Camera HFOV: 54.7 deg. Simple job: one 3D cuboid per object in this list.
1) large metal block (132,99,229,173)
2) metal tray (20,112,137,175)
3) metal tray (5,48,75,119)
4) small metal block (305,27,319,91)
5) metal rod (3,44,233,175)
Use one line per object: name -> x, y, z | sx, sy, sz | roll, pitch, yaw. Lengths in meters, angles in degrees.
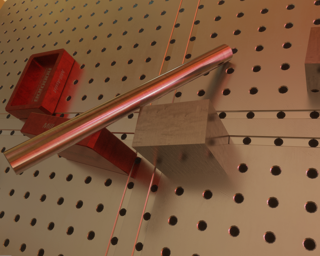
large metal block -> 0.027, 0.014, 0.350 | 0.080, 0.080, 0.050 | -4, 60, 26
metal tray -> -0.107, 0.021, 0.409 | 0.130, 0.090, 0.030 | 9, 67, 32
metal tray -> -0.219, -0.082, 0.570 | 0.090, 0.030, 0.130 | -2, 61, 27
small metal block -> 0.180, -0.076, 0.345 | 0.025, 0.050, 0.050 | 6, 65, 31
metal rod -> -0.025, -0.035, 0.358 | 0.302, 0.025, 0.025 | -31, 46, -27
